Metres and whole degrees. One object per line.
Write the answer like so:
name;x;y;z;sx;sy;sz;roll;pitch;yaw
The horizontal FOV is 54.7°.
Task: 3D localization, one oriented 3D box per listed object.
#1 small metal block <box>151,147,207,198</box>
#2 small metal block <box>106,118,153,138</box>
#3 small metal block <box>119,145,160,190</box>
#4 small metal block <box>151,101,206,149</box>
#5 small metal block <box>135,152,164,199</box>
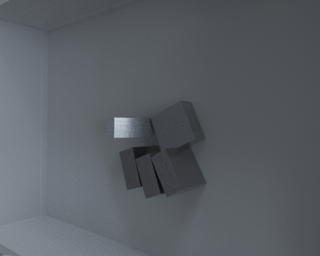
small metal block;0.023;0.051;0.372;0.025;0.050;0.050;-36;68;34
small metal block;-0.042;-0.001;0.414;0.050;0.050;0.025;-175;86;-68
small metal block;-0.022;0.051;0.409;0.025;0.050;0.050;-22;76;38
small metal block;0.022;0.000;0.387;0.050;0.025;0.050;-29;72;32
small metal block;0.001;0.057;0.390;0.025;0.050;0.050;-27;73;37
